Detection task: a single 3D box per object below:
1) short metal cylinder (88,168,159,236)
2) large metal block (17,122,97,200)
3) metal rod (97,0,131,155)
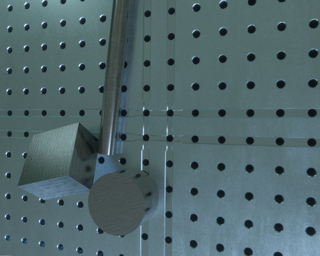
[{"bbox_3d":[-0.048,0.097,0.416,0.080,0.050,0.080,0,90,19],"label":"short metal cylinder"},{"bbox_3d":[-0.137,0.047,0.428,0.080,0.050,0.080,-14,52,19],"label":"large metal block"},{"bbox_3d":[-0.060,-0.112,0.433,0.025,0.025,0.298,7,92,20],"label":"metal rod"}]
